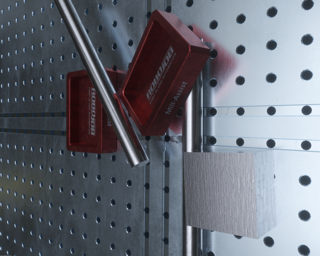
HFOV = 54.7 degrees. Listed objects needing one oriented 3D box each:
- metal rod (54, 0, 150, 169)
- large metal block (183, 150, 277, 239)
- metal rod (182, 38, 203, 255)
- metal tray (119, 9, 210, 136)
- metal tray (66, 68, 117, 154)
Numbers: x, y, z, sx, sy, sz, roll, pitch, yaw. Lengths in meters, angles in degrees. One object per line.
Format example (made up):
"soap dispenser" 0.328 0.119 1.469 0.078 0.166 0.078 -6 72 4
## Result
"metal rod" -0.090 -0.079 0.441 0.025 0.025 0.299 -39 69 33
"large metal block" 0.074 0.064 0.331 0.080 0.050 0.079 -3 88 39
"metal rod" 0.039 0.043 0.375 0.025 0.025 0.298 0 90 39
"metal tray" -0.002 -0.064 0.381 0.090 0.030 0.129 57 132 36
"metal tray" -0.111 -0.027 0.494 0.090 0.030 0.129 0 90 39
